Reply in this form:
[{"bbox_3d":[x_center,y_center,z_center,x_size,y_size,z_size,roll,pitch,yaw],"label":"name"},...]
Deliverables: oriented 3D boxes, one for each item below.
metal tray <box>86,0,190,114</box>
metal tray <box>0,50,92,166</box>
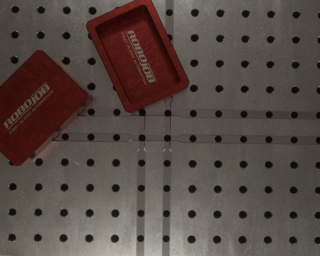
[{"bbox_3d":[-0.028,-0.094,0.410,0.090,0.030,0.129,-25,90,-1],"label":"metal tray"},{"bbox_3d":[-0.168,-0.026,0.409,0.090,0.030,0.130,45,90,-1],"label":"metal tray"}]
